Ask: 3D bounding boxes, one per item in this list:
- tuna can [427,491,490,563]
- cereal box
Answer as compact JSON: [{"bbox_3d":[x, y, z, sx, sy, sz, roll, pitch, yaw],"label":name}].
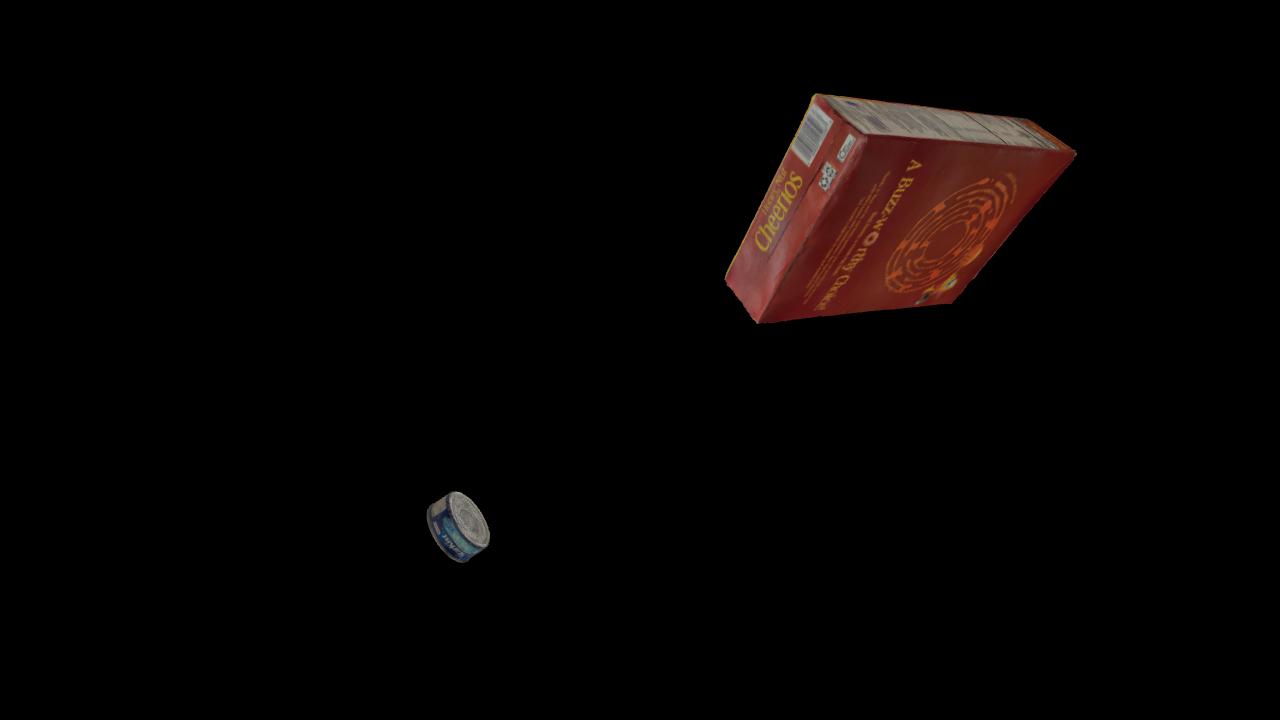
[{"bbox_3d":[-0.225,0.207,0.767,0.034,0.084,0.084,-33,-2,3],"label":"tuna can"},{"bbox_3d":[0.257,-0.142,0.614,0.306,0.081,0.203,-8,-39,-28],"label":"cereal box"}]
